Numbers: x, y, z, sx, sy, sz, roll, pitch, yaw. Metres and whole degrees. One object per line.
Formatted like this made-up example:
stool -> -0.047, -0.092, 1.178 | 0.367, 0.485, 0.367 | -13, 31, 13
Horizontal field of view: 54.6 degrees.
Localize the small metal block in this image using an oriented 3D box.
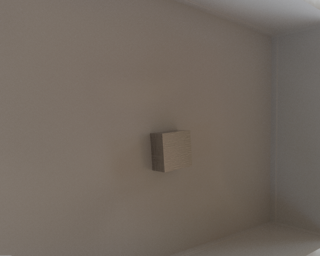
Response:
small metal block -> 0.016, 0.030, 0.419 | 0.050, 0.025, 0.050 | -6, 94, -40
